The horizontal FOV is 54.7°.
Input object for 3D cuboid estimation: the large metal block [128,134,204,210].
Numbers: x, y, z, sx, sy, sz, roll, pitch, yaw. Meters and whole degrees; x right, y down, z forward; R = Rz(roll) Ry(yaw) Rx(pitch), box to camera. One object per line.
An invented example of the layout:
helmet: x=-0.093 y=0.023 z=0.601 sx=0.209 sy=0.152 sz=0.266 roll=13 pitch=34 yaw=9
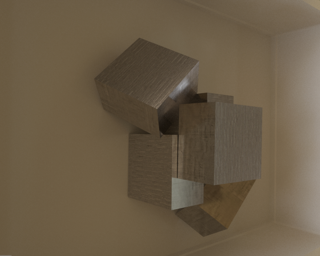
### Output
large metal block: x=0.006 y=0.047 z=0.374 sx=0.050 sy=0.080 sz=0.080 roll=1 pitch=89 yaw=-40

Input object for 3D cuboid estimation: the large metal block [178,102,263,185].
large metal block: x=0.067 y=0.016 z=0.340 sx=0.081 sy=0.050 sz=0.080 roll=2 pitch=89 yaw=-40

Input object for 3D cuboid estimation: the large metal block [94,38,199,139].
large metal block: x=-0.012 y=-0.047 z=0.349 sx=0.080 sy=0.080 sz=0.050 roll=-51 pitch=155 yaw=-28

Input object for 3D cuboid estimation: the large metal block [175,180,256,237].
large metal block: x=0.074 y=0.094 z=0.421 sx=0.050 sy=0.080 sz=0.080 roll=38 pitch=61 yaw=5

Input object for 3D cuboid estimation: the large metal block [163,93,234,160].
large metal block: x=0.048 y=-0.001 z=0.407 sx=0.050 sy=0.080 sz=0.080 roll=1 pitch=89 yaw=-40
